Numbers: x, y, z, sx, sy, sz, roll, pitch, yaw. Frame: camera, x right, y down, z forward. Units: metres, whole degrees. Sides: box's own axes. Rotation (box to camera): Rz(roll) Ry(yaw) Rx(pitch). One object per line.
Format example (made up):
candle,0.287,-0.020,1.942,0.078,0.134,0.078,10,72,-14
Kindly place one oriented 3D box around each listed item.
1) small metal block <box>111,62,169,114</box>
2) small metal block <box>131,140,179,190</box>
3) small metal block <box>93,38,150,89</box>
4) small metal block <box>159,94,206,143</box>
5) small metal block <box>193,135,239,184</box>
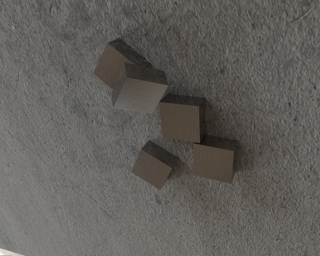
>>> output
small metal block,-0.025,-0.046,0.367,0.050,0.025,0.050,8,138,-25
small metal block,-0.008,0.053,0.444,0.050,0.025,0.050,31,128,8
small metal block,-0.048,-0.074,0.386,0.050,0.025,0.050,39,129,1
small metal block,0.029,-0.012,0.384,0.050,0.025,0.050,8,122,23
small metal block,0.070,0.038,0.394,0.050,0.025,0.050,10,123,22
